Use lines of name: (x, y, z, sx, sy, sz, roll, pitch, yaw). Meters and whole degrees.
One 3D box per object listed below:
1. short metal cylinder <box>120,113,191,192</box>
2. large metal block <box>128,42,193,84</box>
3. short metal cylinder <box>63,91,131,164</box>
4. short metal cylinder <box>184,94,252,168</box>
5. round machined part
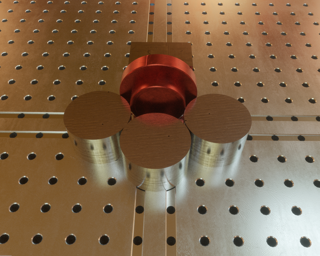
short metal cylinder: (-0.005, 0.028, 0.368, 0.081, 0.050, 0.080, 0, 50, 0)
large metal block: (0.001, -0.071, 0.431, 0.081, 0.080, 0.050, 1, 50, 0)
short metal cylinder: (-0.075, -0.002, 0.392, 0.081, 0.050, 0.080, 0, 50, 0)
short metal cylinder: (0.069, 0.003, 0.390, 0.081, 0.050, 0.080, 0, 50, 0)
round machined part: (-0.002, -0.041, 0.392, 0.099, 0.097, 0.042, 1, 50, 1)
